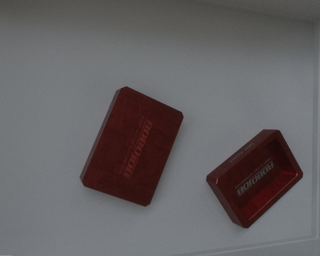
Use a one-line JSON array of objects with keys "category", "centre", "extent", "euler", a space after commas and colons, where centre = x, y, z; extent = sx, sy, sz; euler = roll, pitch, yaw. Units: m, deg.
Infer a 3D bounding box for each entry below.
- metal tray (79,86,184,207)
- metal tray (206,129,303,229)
[{"category": "metal tray", "centre": [-0.035, 0.024, 0.396], "extent": [0.090, 0.030, 0.130], "euler": [24, 82, -19]}, {"category": "metal tray", "centre": [0.144, 0.073, 0.462], "extent": [0.131, 0.030, 0.090], "euler": [-36, 102, -17]}]
